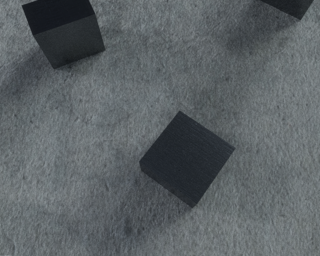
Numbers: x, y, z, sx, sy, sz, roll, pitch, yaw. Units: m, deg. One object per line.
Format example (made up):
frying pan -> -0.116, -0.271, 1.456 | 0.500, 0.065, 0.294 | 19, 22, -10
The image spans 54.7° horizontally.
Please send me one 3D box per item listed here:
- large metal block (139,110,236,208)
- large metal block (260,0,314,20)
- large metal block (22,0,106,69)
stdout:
large metal block -> 0.032, 0.039, 0.381 | 0.080, 0.050, 0.080 | 35, 73, 11
large metal block -> 0.210, -0.229, 0.481 | 0.080, 0.050, 0.080 | 32, 73, 10
large metal block -> -0.128, -0.136, 0.427 | 0.080, 0.080, 0.050 | -23, 72, -8
